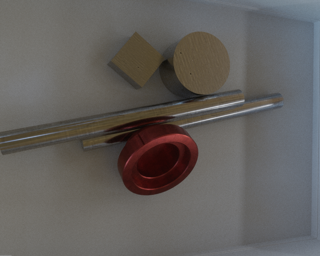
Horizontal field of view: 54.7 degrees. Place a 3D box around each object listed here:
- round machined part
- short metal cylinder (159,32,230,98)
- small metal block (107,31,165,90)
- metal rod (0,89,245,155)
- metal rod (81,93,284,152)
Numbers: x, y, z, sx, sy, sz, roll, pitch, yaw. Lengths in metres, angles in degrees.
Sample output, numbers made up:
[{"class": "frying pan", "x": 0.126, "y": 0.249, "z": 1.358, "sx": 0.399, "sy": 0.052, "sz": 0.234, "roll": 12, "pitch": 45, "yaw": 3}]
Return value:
[{"class": "round machined part", "x": -0.006, "y": 0.034, "z": 0.384, "sx": 0.099, "sy": 0.042, "sz": 0.097, "roll": -15, "pitch": 132, "yaw": -18}, {"class": "short metal cylinder", "x": 0.045, "y": -0.082, "z": 0.415, "sx": 0.081, "sy": 0.050, "sz": 0.079, "roll": 0, "pitch": 90, "yaw": -20}, {"class": "small metal block", "x": -0.031, "y": -0.086, "z": 0.400, "sx": 0.050, "sy": 0.025, "sz": 0.050, "roll": 40, "pitch": 77, "yaw": -16}, {"class": "metal rod", "x": -0.029, "y": -0.012, "z": 0.379, "sx": 0.303, "sy": 0.025, "sz": 0.025, "roll": -12, "pitch": 94, "yaw": -20}, {"class": "metal rod", "x": 0.044, "y": -0.013, "z": 0.427, "sx": 0.303, "sy": 0.025, "sz": 0.025, "roll": -12, "pitch": 94, "yaw": -20}]
